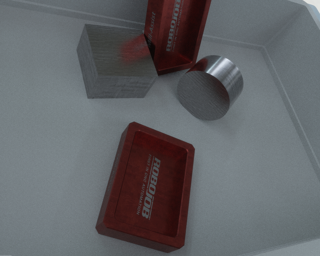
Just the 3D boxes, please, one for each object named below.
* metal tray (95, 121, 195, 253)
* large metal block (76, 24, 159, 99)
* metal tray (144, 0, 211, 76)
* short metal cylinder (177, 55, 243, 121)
[{"bbox_3d":[-0.011,0.065,0.357,0.091,0.030,0.130,22,53,-15],"label":"metal tray"},{"bbox_3d":[-0.059,-0.086,0.412,0.081,0.050,0.080,-4,64,-30],"label":"large metal block"},{"bbox_3d":[0.023,-0.143,0.439,0.091,0.129,0.030,-20,47,-36],"label":"metal tray"},{"bbox_3d":[0.072,-0.057,0.446,0.080,0.080,0.050,43,51,0],"label":"short metal cylinder"}]
